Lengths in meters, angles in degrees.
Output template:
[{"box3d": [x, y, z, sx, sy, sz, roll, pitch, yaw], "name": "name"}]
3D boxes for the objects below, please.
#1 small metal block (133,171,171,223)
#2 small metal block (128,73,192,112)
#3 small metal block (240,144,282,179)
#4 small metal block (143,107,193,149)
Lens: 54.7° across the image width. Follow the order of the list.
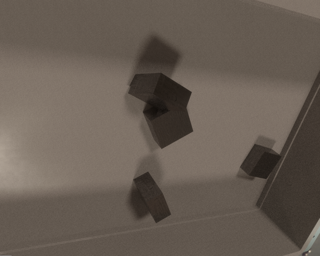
[{"box3d": [-0.012, 0.100, 0.450, 0.025, 0.050, 0.050, -27, 128, -12], "name": "small metal block"}, {"box3d": [0.000, -0.042, 0.364, 0.050, 0.050, 0.025, 26, 80, -37], "name": "small metal block"}, {"box3d": [0.178, 0.060, 0.546, 0.050, 0.025, 0.050, 16, 110, -35], "name": "small metal block"}, {"box3d": [0.012, -0.008, 0.412, 0.050, 0.025, 0.050, -29, 129, -11], "name": "small metal block"}]
